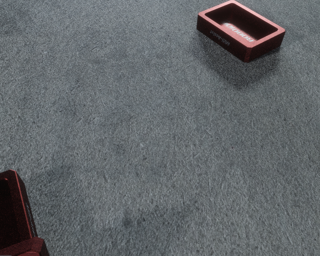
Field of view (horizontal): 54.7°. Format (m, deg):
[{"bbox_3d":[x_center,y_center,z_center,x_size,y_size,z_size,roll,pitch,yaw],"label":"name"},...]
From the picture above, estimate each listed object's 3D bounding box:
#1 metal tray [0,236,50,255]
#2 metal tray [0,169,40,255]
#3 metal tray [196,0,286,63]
[{"bbox_3d":[-0.144,0.152,0.236,0.131,0.030,0.090,-18,94,-15],"label":"metal tray"},{"bbox_3d":[-0.172,0.113,0.303,0.091,0.030,0.130,-21,53,-17],"label":"metal tray"},{"bbox_3d":[0.139,-0.174,0.546,0.091,0.030,0.130,-29,56,-22],"label":"metal tray"}]
